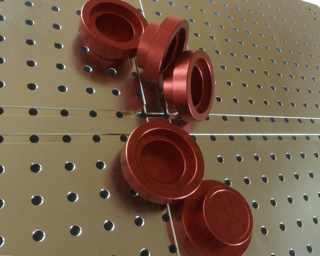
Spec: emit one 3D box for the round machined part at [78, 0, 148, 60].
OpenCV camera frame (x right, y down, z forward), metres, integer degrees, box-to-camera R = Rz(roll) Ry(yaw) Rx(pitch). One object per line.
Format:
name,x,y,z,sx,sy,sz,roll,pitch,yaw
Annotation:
round machined part,-0.067,-0.136,0.443,0.099,0.042,0.098,13,56,-20

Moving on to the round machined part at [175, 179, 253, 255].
round machined part,0.070,0.108,0.369,0.099,0.042,0.098,13,56,-21

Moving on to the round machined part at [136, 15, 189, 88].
round machined part,0.001,-0.109,0.433,0.042,0.097,0.098,24,50,13

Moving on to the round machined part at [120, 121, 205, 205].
round machined part,0.000,0.043,0.369,0.099,0.042,0.098,13,56,-20

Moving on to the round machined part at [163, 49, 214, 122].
round machined part,0.039,-0.058,0.431,0.099,0.042,0.097,-10,101,-60
